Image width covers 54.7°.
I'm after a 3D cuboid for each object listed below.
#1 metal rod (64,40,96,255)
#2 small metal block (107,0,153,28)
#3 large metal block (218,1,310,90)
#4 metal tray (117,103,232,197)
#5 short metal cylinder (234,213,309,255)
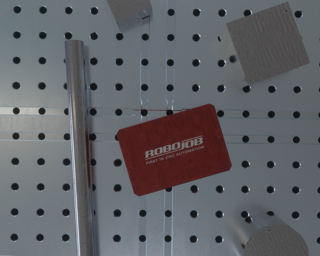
[{"bbox_3d":[-0.105,0.035,0.412,0.025,0.025,0.298,-3,90,0],"label":"metal rod"},{"bbox_3d":[-0.043,-0.170,0.413,0.050,0.025,0.050,-24,90,0],"label":"small metal block"},{"bbox_3d":[0.132,-0.103,0.402,0.080,0.050,0.080,-20,90,0],"label":"large metal block"},{"bbox_3d":[0.018,0.028,0.411,0.131,0.030,0.090,-16,90,0],"label":"metal tray"},{"bbox_3d":[0.142,0.157,0.402,0.081,0.050,0.079,0,90,0],"label":"short metal cylinder"}]
